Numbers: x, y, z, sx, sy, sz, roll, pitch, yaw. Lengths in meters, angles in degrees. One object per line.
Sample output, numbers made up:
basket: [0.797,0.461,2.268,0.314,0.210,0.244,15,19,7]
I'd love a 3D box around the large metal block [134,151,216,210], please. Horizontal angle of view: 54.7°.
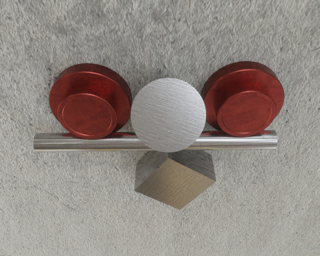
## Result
large metal block: [0.020,0.064,0.444,0.080,0.050,0.080,28,125,-22]

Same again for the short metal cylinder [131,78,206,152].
short metal cylinder: [0.009,-0.015,0.355,0.080,0.050,0.079,0,95,0]

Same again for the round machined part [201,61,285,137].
round machined part: [0.101,-0.028,0.375,0.099,0.042,0.097,0,130,0]

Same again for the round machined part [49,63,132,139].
round machined part: [-0.084,-0.025,0.375,0.099,0.042,0.097,0,130,0]

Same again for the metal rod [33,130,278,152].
metal rod: [-0.006,0.017,0.395,0.302,0.025,0.025,-1,130,0]
